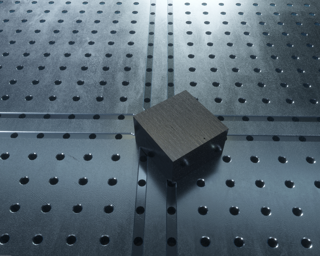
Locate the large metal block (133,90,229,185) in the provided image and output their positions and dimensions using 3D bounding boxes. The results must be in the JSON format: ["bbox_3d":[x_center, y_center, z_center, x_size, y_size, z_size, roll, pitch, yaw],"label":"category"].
[{"bbox_3d":[0.024,0.009,0.384,0.080,0.050,0.080,-28,56,-22],"label":"large metal block"}]
